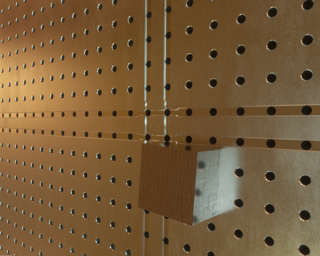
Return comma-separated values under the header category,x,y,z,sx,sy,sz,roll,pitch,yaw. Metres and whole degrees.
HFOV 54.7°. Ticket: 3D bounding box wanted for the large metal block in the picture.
category,x,y,z,sx,sy,sz,roll,pitch,yaw
large metal block,0.022,0.062,0.373,0.080,0.050,0.079,6,94,39
